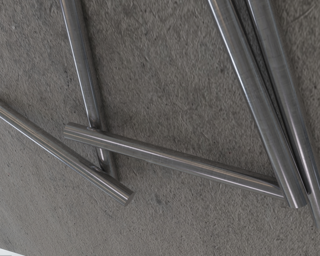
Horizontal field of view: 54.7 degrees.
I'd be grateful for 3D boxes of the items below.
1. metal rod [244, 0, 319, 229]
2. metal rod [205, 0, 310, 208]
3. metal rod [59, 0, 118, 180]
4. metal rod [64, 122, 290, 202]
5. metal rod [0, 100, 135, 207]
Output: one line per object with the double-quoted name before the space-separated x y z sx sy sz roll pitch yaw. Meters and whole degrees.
"metal rod" 0.138 -0.015 0.324 0.025 0.025 0.299 -12 113 33
"metal rod" 0.093 -0.048 0.315 0.025 0.025 0.299 -16 106 34
"metal rod" -0.094 -0.033 0.435 0.025 0.025 0.298 8 122 24
"metal rod" 0.013 0.040 0.406 0.301 0.025 0.025 15 125 13
"metal rod" -0.168 0.030 0.492 0.300 0.025 0.025 31 129 16
